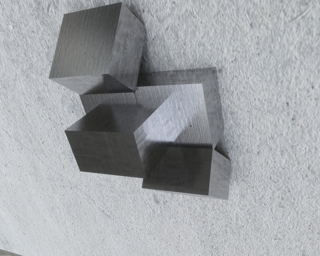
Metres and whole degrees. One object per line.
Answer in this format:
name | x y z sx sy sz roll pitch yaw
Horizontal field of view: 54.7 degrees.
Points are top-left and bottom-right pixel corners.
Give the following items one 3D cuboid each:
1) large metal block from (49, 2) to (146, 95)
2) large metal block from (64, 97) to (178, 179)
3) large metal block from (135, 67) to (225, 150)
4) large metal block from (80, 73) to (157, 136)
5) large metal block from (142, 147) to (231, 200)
large metal block | -0.068 -0.085 0.347 0.080 0.050 0.080 1 75 28
large metal block | -0.037 0.006 0.331 0.080 0.080 0.050 1 119 27
large metal block | 0.025 -0.022 0.362 0.080 0.050 0.079 1 119 27
large metal block | -0.047 -0.022 0.399 0.080 0.050 0.079 1 119 27
large metal block | 0.036 0.056 0.380 0.080 0.080 0.050 1 75 27
